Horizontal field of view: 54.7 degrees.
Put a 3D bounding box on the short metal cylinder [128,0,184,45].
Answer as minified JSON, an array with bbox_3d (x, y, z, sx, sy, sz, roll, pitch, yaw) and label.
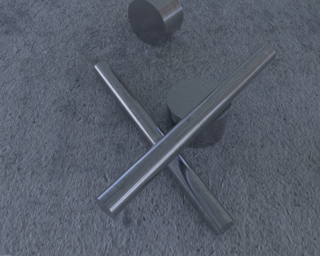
[{"bbox_3d":[-0.007,-0.189,0.526,0.080,0.080,0.050,31,57,23],"label":"short metal cylinder"}]

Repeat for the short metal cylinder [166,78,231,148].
[{"bbox_3d":[0.048,-0.020,0.404,0.081,0.050,0.080,0,50,0],"label":"short metal cylinder"}]

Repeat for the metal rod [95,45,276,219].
[{"bbox_3d":[0.049,-0.015,0.351,0.025,0.025,0.301,34,58,25],"label":"metal rod"}]

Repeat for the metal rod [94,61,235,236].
[{"bbox_3d":[-0.012,0.005,0.398,0.025,0.025,0.300,-25,55,-20],"label":"metal rod"}]
